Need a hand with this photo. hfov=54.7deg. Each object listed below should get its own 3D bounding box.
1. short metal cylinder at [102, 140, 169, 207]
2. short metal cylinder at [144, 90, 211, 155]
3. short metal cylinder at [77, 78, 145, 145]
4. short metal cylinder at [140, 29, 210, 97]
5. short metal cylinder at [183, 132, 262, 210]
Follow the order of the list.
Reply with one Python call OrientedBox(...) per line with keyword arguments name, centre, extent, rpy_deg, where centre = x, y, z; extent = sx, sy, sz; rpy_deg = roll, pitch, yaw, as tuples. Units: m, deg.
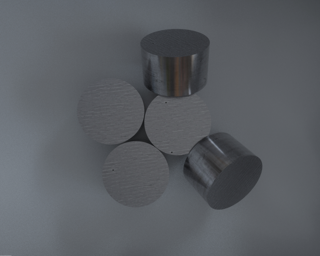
OrientedBox(name="short metal cylinder", centre=(-0.029, 0.055, 0.397), extent=(0.081, 0.050, 0.079), rpy_deg=(0, 90, -1))
OrientedBox(name="short metal cylinder", centre=(0.021, -0.007, 0.397), extent=(0.081, 0.050, 0.079), rpy_deg=(0, 90, -1))
OrientedBox(name="short metal cylinder", centre=(-0.059, -0.020, 0.396), extent=(0.081, 0.050, 0.079), rpy_deg=(0, 90, -1))
OrientedBox(name="short metal cylinder", centre=(0.018, -0.081, 0.375), extent=(0.081, 0.080, 0.050), rpy_deg=(-3, 129, -1))
OrientedBox(name="short metal cylinder", centre=(0.076, 0.052, 0.378), extent=(0.081, 0.050, 0.079), rpy_deg=(-18, 129, -23))
